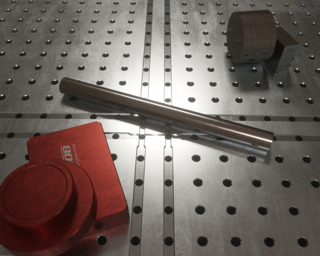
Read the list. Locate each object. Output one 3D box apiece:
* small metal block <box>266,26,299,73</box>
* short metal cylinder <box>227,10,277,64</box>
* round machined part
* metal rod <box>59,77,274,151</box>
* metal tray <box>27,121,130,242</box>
[{"bbox_3d":[0.191,-0.127,0.501,0.025,0.050,0.050,-14,52,-12],"label":"small metal block"},{"bbox_3d":[0.144,-0.146,0.496,0.050,0.080,0.080,-6,50,-5],"label":"short metal cylinder"},{"bbox_3d":[-0.113,0.070,0.297,0.099,0.042,0.098,0,50,0],"label":"round machined part"},{"bbox_3d":[0.000,-0.023,0.426,0.301,0.025,0.025,16,52,12],"label":"metal rod"},{"bbox_3d":[-0.096,0.057,0.355,0.091,0.030,0.130,-15,52,-13],"label":"metal tray"}]
